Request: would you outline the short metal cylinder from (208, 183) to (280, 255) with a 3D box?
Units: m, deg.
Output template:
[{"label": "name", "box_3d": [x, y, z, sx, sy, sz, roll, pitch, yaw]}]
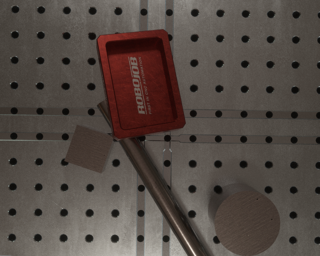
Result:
[{"label": "short metal cylinder", "box_3d": [0.107, 0.116, 0.402, 0.081, 0.050, 0.079, 0, 90, -1]}]

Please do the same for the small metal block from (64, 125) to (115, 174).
[{"label": "small metal block", "box_3d": [-0.092, 0.027, 0.412, 0.050, 0.025, 0.050, 19, 90, -1]}]

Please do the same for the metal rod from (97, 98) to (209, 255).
[{"label": "metal rod", "box_3d": [0.004, 0.093, 0.413, 0.025, 0.025, 0.299, -31, 90, 0]}]

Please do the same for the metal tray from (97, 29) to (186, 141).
[{"label": "metal tray", "box_3d": [-0.025, -0.055, 0.395, 0.091, 0.030, 0.129, -10, 85, -13]}]
